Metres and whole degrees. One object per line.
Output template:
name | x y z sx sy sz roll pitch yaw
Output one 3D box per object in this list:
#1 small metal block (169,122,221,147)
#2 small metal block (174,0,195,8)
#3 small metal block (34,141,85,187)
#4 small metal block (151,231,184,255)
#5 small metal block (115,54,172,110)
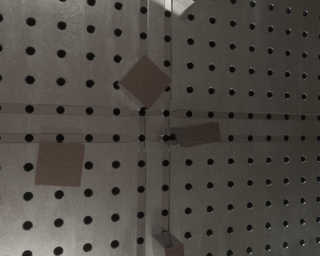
small metal block | 0.046 0.008 0.418 0.050 0.050 0.025 -9 94 -20
small metal block | 0.031 -0.203 0.425 0.050 0.025 0.050 25 82 -19
small metal block | -0.119 0.042 0.369 0.050 0.025 0.050 7 88 -20
small metal block | 0.011 0.170 0.405 0.025 0.050 0.050 -6 93 -20
small metal block | -0.021 -0.059 0.406 0.050 0.025 0.050 42 77 -16
